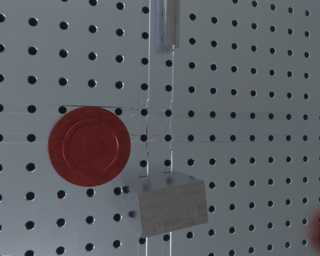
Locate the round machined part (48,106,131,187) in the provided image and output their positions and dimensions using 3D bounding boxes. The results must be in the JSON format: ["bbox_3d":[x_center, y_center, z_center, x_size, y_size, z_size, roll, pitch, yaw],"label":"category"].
[{"bbox_3d":[-0.083,0.023,0.373,0.099,0.042,0.097,0,90,-20],"label":"round machined part"}]

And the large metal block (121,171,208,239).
[{"bbox_3d":[0.003,0.090,0.385,0.081,0.080,0.050,-7,93,-20],"label":"large metal block"}]

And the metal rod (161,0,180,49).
[{"bbox_3d":[0.015,-0.258,0.417,0.025,0.025,0.298,1,90,-20],"label":"metal rod"}]
